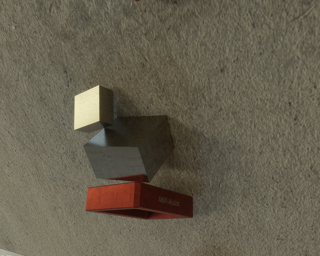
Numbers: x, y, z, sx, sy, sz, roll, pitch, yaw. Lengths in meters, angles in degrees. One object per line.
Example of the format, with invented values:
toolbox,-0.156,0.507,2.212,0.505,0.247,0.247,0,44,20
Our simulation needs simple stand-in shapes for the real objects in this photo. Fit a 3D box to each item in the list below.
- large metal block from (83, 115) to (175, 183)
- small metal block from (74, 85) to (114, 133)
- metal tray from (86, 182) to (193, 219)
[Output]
large metal block,-0.037,0.024,0.406,0.080,0.080,0.050,-1,118,28
small metal block,-0.090,-0.024,0.422,0.050,0.025,0.050,-17,69,34
metal tray,-0.024,0.105,0.429,0.090,0.030,0.130,-14,154,34
